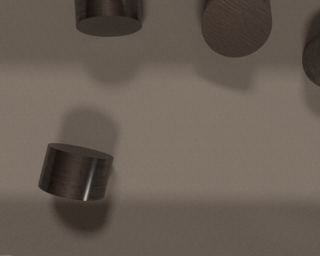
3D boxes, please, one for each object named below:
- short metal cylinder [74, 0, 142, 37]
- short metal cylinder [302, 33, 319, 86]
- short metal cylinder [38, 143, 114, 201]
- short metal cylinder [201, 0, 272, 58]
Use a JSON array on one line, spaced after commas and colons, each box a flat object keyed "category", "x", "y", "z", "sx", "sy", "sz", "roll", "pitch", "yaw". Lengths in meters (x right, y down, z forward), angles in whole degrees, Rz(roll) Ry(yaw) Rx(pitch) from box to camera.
[{"category": "short metal cylinder", "x": -0.064, "y": -0.149, "z": 0.383, "sx": 0.081, "sy": 0.080, "sz": 0.050, "roll": -4, "pitch": 90, "yaw": -1}, {"category": "short metal cylinder", "x": 0.236, "y": -0.093, "z": 0.402, "sx": 0.081, "sy": 0.050, "sz": 0.079, "roll": 0, "pitch": 90, "yaw": -1}, {"category": "short metal cylinder", "x": -0.103, "y": 0.052, "z": 0.383, "sx": 0.080, "sy": 0.080, "sz": 0.050, "roll": 14, "pitch": 90, "yaw": -1}, {"category": "short metal cylinder", "x": 0.094, "y": -0.134, "z": 0.380, "sx": 0.080, "sy": 0.050, "sz": 0.079, "roll": 8, "pitch": 132, "yaw": 10}]
